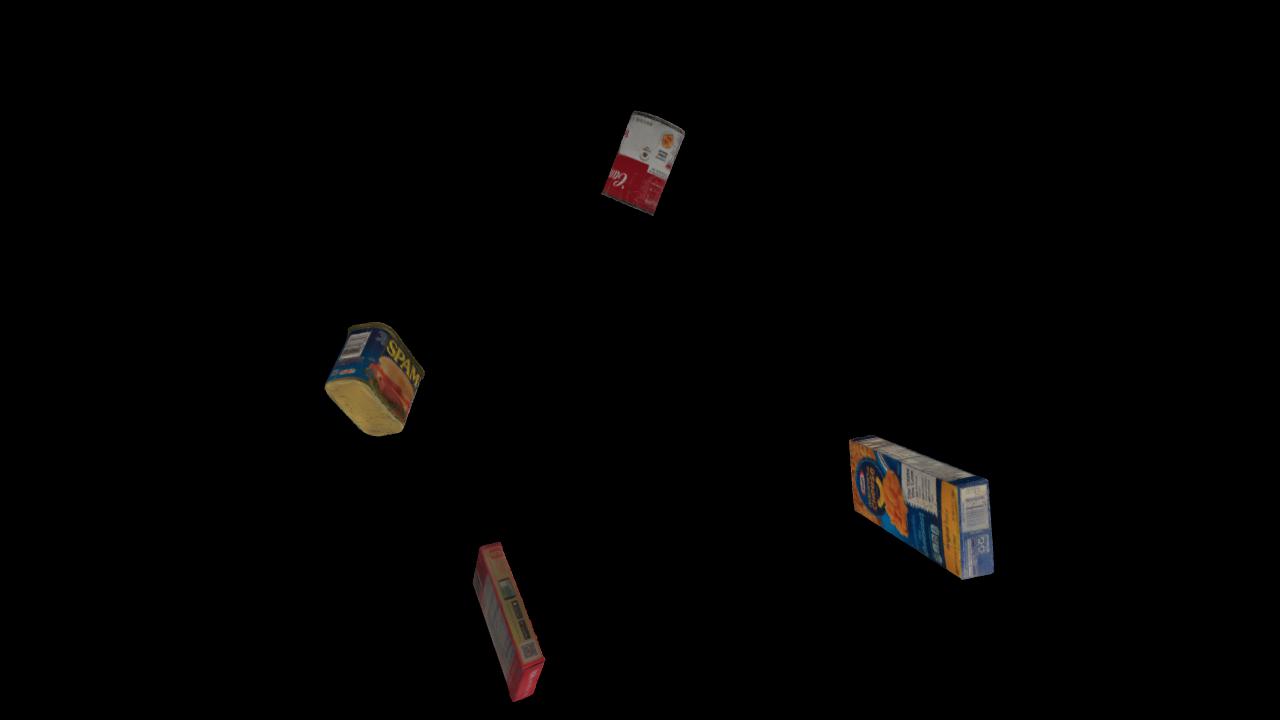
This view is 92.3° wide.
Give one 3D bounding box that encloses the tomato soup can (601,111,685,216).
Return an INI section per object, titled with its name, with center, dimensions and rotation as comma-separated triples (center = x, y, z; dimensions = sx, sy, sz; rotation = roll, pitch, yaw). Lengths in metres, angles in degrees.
[tomato soup can]
center = 0.004, -0.228, 0.715
dimensions = 0.068, 0.101, 0.068
rotation = 22, 13, -5

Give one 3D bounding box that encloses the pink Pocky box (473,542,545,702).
[pink Pocky box]
center = -0.154, 0.298, 0.708
dimensions = 0.029, 0.084, 0.155
rotation = -8, 45, -30

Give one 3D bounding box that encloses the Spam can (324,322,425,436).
[Spam can]
center = -0.296, 0.023, 0.690
dimensions = 0.058, 0.085, 0.101
rotation = -9, -44, 11

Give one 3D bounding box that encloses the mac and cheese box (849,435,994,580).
[mac and cheese box]
center = 0.286, 0.145, 0.646
dimensions = 0.041, 0.093, 0.184
rotation = -10, 7, -10
